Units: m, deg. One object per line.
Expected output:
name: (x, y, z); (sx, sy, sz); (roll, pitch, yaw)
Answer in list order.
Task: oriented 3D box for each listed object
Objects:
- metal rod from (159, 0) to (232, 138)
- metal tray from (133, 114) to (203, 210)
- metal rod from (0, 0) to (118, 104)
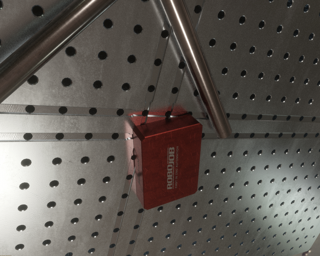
metal rod: (0.039, -0.094, 0.375); (0.025, 0.025, 0.299); (-35, 129, -6)
metal tray: (0.011, 0.050, 0.447); (0.091, 0.030, 0.129); (-14, 125, -21)
metal rod: (-0.136, -0.047, 0.279); (0.300, 0.025, 0.025); (-45, 130, -9)
